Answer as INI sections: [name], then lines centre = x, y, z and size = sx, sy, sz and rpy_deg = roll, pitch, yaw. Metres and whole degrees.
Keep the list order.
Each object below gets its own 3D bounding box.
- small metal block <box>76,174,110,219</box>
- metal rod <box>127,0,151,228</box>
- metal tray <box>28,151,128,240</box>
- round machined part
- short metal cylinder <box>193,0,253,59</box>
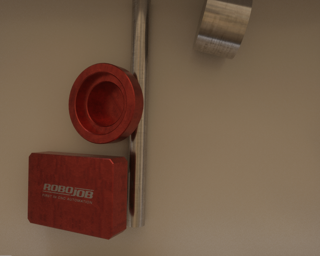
[small metal block]
centre = -0.080, 0.083, 0.395
size = 0.025, 0.050, 0.050
rpy_deg = 6, 90, 28
[metal rod]
centre = -0.028, -0.021, 0.411
size = 0.025, 0.025, 0.298
rpy_deg = 2, 90, -1
[metal tray]
centre = -0.104, 0.077, 0.380
size = 0.130, 0.030, 0.089
rpy_deg = 1, 90, 26
[round machined part]
centre = -0.063, -0.029, 0.389
size = 0.098, 0.042, 0.097
rpy_deg = 0, 89, 26
[short metal cylinder]
centre = 0.076, -0.131, 0.385
size = 0.050, 0.080, 0.080
rpy_deg = 14, 90, 0
